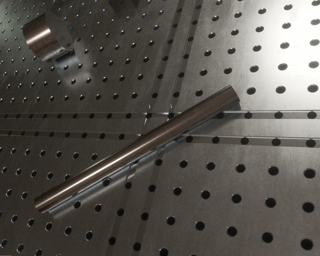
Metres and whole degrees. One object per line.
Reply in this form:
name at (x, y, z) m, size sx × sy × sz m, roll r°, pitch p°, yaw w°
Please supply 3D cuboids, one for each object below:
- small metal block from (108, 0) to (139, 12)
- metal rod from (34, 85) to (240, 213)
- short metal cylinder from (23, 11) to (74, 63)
small metal block at (-0.066, -0.256, 0.597) m, size 0.050 × 0.025 × 0.050 m, roll 3°, pitch 63°, yaw 29°
metal rod at (-0.036, 0.031, 0.406) m, size 0.301 × 0.025 × 0.025 m, roll -30°, pitch 52°, yaw 8°
short metal cylinder at (-0.209, -0.171, 0.585) m, size 0.050 × 0.080 × 0.080 m, roll -24°, pitch 53°, yaw 13°
